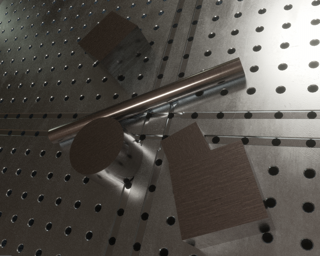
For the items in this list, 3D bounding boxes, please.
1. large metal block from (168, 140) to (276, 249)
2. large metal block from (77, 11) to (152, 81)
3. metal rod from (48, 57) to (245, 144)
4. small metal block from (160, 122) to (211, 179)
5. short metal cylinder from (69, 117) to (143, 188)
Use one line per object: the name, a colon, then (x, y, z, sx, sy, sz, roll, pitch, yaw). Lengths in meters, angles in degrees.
large metal block: (0.061, 0.069, 0.317, 0.080, 0.050, 0.080, -21, 54, 15)
large metal block: (-0.076, -0.137, 0.514, 0.080, 0.050, 0.080, -46, 51, -4)
metal rod: (-0.030, -0.033, 0.442, 0.301, 0.025, 0.025, -19, 55, 16)
small metal block: (0.035, 0.028, 0.372, 0.050, 0.025, 0.050, -29, 52, 9)
short metal cylinder: (-0.070, 0.032, 0.407, 0.080, 0.050, 0.080, -13, 56, 21)
